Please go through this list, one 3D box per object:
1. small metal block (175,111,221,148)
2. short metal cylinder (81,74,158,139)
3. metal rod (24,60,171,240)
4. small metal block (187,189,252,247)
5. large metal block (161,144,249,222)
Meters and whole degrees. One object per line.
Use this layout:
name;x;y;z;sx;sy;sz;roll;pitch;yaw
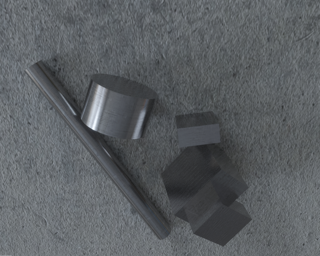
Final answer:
small metal block;0.047;0.001;0.397;0.050;0.050;0.025;-7;110;2
short metal cylinder;-0.048;-0.027;0.370;0.080;0.080;0.050;17;109;-7
metal rod;-0.074;0.041;0.423;0.025;0.025;0.299;-31;108;10
small metal block;0.070;0.107;0.366;0.050;0.025;0.050;31;108;-26
large metal block;0.054;0.068;0.401;0.050;0.080;0.080;34;107;-27
